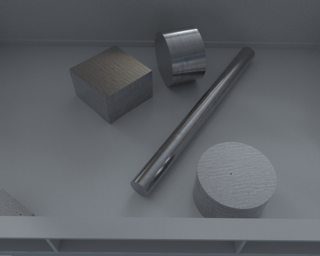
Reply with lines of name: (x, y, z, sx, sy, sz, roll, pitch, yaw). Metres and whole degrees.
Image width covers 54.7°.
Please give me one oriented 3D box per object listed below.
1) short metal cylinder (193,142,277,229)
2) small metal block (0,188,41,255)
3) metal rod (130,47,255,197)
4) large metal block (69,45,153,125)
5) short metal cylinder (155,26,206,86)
short metal cylinder: (0.079, 0.062, 0.338, 0.081, 0.050, 0.080, 0, 50, 0)
small metal block: (-0.164, 0.099, 0.319, 0.050, 0.025, 0.050, 28, 55, 21)
metal rod: (0.061, -0.027, 0.428, 0.025, 0.025, 0.301, 27, 55, 21)
large metal block: (-0.068, -0.064, 0.442, 0.080, 0.050, 0.080, -36, 59, -27)
short metal cylinder: (0.029, -0.106, 0.459, 0.050, 0.080, 0.080, -14, 52, -12)
